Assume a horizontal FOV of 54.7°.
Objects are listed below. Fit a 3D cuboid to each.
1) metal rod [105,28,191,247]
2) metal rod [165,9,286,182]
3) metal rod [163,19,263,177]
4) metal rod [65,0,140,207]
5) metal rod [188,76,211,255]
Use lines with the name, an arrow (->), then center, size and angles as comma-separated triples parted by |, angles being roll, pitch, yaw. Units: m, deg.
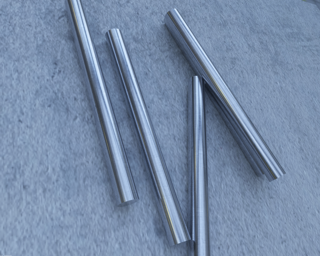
metal rod -> -0.023, -0.005, 0.395 | 0.025, 0.025, 0.299 | -5, 64, -31
metal rod -> 0.089, -0.058, 0.461 | 0.025, 0.025, 0.299 | -18, 71, -35
metal rod -> 0.086, -0.062, 0.489 | 0.025, 0.025, 0.299 | -17, 71, -35
metal rod -> -0.080, -0.050, 0.392 | 0.025, 0.025, 0.299 | -5, 64, -31
metal rod -> 0.049, 0.054, 0.399 | 0.025, 0.025, 0.300 | 16, 55, -19
